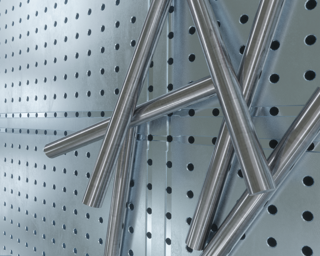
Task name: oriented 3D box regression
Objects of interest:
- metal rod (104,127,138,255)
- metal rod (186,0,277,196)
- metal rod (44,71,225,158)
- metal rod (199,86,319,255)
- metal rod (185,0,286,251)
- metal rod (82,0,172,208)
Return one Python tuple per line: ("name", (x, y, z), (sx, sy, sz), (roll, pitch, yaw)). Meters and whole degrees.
("metal rod", (-0.061, 0.114, 0.461), (0.025, 0.025, 0.298), (14, 99, 39))
("metal rod", (0.061, -0.078, 0.333), (0.025, 0.025, 0.299), (-30, 64, 36))
("metal rod", (-0.048, -0.009, 0.419), (0.300, 0.025, 0.025), (-20, 77, 28))
("metal rod", (0.091, 0.092, 0.335), (0.025, 0.025, 0.298), (41, 115, 32))
("metal rod", (0.080, -0.001, 0.343), (0.025, 0.025, 0.298), (24, 105, 37))
("metal rod", (-0.036, -0.048, 0.390), (0.025, 0.025, 0.299), (15, 84, 39))
